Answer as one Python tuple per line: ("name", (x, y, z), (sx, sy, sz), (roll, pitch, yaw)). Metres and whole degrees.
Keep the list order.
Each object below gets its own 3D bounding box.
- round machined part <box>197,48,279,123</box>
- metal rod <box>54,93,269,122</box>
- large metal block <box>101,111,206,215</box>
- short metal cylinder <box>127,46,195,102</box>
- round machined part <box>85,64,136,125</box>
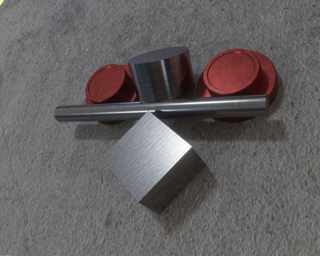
("round machined part", (0.092, -0.058, 0.382), (0.098, 0.042, 0.098), (-13, 56, 21))
("metal rod", (-0.018, -0.023, 0.401), (0.300, 0.025, 0.025), (-1, 61, 27))
("large metal block", (-0.008, 0.039, 0.366), (0.080, 0.050, 0.080), (-46, 51, -4))
("short metal cylinder", (0.003, -0.072, 0.408), (0.080, 0.050, 0.080), (-11, 23, 5))
("round machined part", (-0.072, -0.057, 0.466), (0.098, 0.042, 0.098), (-13, 56, 21))
